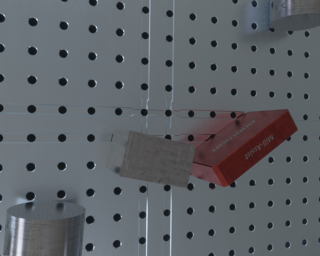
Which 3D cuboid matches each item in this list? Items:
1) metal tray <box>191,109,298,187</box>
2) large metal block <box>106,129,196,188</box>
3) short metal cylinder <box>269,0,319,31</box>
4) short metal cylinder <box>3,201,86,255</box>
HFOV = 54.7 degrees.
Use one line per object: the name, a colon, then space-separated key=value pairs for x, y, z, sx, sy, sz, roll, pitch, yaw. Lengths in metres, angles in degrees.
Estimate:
metal tray: x=0.105 y=0.022 z=0.416 sx=0.131 sy=0.090 sz=0.030 roll=-34 pitch=101 yaw=-17
large metal block: x=-0.014 y=0.035 z=0.378 sx=0.081 sy=0.080 sz=0.050 roll=14 pitch=86 yaw=-20
short metal cylinder: x=0.205 y=-0.180 z=0.458 sx=0.081 sy=0.080 sz=0.050 roll=0 pitch=90 yaw=-20
short metal cylinder: x=-0.124 y=0.114 z=0.338 sx=0.081 sy=0.080 sz=0.050 roll=5 pitch=89 yaw=-20
